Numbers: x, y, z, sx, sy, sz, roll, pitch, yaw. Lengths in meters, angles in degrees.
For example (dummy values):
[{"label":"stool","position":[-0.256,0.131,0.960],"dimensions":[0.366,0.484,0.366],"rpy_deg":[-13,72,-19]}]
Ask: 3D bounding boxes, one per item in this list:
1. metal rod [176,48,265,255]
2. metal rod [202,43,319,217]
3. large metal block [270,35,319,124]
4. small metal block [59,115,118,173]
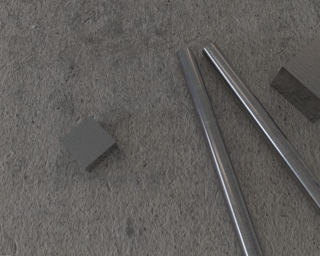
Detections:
[{"label":"metal rod","position":[0.074,0.028,0.398],"dimensions":[0.025,0.025,0.299],"rpy_deg":[-14,71,-5]},{"label":"metal rod","position":[0.146,0.007,0.406],"dimensions":[0.025,0.025,0.299],"rpy_deg":[-28,73,-10]},{"label":"large metal block","position":[0.215,-0.067,0.421],"dimensions":[0.080,0.050,0.080],"rpy_deg":[-39,75,-13]},{"label":"small metal block","position":[-0.091,0.021,0.400],"dimensions":[0.050,0.025,0.050],"rpy_deg":[-42,75,-14]}]
